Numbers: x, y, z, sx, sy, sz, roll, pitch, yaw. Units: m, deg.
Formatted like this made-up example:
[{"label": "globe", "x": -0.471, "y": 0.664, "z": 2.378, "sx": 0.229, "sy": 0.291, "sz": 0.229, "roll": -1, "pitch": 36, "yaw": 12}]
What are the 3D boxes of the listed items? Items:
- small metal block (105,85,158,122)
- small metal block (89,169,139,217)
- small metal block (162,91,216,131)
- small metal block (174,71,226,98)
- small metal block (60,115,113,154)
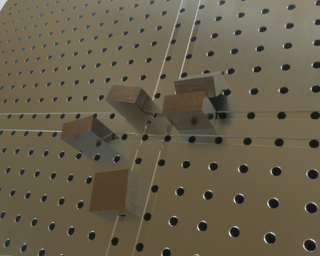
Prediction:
[{"label": "small metal block", "x": -0.039, "y": -0.034, "z": 0.435, "sx": 0.050, "sy": 0.050, "sz": 0.025, "roll": 9, "pitch": 67, "yaw": 32}, {"label": "small metal block", "x": -0.057, "y": 0.082, "z": 0.389, "sx": 0.050, "sy": 0.025, "sz": 0.050, "roll": -10, "pitch": 57, "yaw": 22}, {"label": "small metal block", "x": 0.037, "y": -0.020, "z": 0.385, "sx": 0.050, "sy": 0.050, "sz": 0.025, "roll": -4, "pitch": 64, "yaw": 26}, {"label": "small metal block", "x": 0.052, "y": -0.054, "z": 0.397, "sx": 0.050, "sy": 0.050, "sz": 0.025, "roll": -4, "pitch": 104, "yaw": 26}, {"label": "small metal block", "x": -0.103, "y": 0.010, "z": 0.441, "sx": 0.050, "sy": 0.050, "sz": 0.025, "roll": -14, "pitch": 56, "yaw": 20}]
